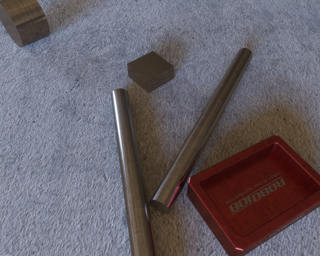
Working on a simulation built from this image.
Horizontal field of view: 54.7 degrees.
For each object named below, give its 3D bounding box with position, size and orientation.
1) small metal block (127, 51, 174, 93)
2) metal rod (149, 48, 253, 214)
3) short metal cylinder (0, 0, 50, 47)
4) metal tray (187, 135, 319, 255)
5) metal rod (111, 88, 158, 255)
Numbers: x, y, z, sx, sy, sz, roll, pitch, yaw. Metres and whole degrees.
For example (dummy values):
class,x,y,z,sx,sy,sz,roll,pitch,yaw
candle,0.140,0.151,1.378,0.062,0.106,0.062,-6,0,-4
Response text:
class,x,y,z,sx,sy,sz,roll,pitch,yaw
small metal block,-0.014,-0.087,0.476,0.050,0.025,0.050,-33,58,-25
metal rod,0.069,-0.017,0.418,0.025,0.025,0.301,22,53,17
short metal cylinder,-0.230,-0.183,0.519,0.050,0.080,0.080,-35,58,-25
metal tray,0.107,0.070,0.341,0.131,0.030,0.090,-23,54,-19
metal rod,-0.029,0.065,0.347,0.025,0.025,0.300,-8,51,-7
